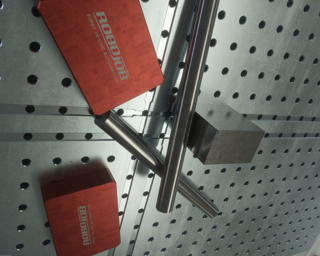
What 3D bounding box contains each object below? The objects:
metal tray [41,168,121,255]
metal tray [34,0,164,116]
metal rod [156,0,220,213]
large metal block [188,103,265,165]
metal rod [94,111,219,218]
[{"bbox_3d":[-0.105,0.125,0.429,0.091,0.030,0.129,-13,124,-22],"label":"metal tray"},{"bbox_3d":[-0.057,-0.087,0.324,0.090,0.030,0.129,-29,129,-11],"label":"metal tray"},{"bbox_3d":[0.032,-0.022,0.396,0.025,0.025,0.298,-1,113,-29],"label":"metal rod"},{"bbox_3d":[0.079,0.006,0.425,0.081,0.080,0.050,2,118,-30],"label":"large metal block"},{"bbox_3d":[0.013,0.068,0.462,0.025,0.025,0.300,-43,130,1],"label":"metal rod"}]
